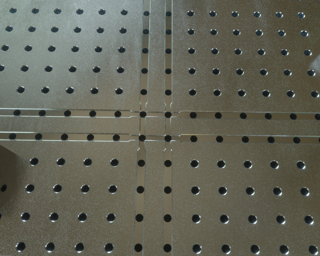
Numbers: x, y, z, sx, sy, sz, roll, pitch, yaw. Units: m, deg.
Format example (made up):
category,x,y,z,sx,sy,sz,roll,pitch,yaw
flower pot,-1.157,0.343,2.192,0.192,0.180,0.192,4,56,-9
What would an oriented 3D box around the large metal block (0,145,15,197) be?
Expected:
category,x,y,z,sx,sy,sz,roll,pitch,yaw
large metal block,-0.238,0.056,0.375,0.080,0.050,0.080,9,70,3
